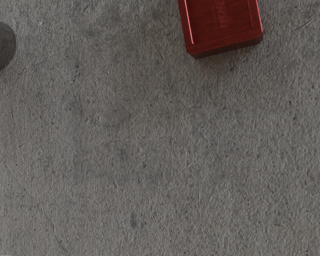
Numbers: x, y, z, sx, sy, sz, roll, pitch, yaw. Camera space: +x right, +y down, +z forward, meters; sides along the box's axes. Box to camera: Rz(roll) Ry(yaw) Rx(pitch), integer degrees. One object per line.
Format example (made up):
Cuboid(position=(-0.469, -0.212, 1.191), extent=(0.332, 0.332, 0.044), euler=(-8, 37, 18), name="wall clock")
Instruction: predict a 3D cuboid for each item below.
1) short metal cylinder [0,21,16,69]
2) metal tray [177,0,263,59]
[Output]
Cuboid(position=(-0.280, -0.137, 0.492), extent=(0.080, 0.050, 0.079), euler=(0, 90, 19), name="short metal cylinder")
Cuboid(position=(0.069, -0.160, 0.381), extent=(0.090, 0.030, 0.129), euler=(-10, 87, 19), name="metal tray")
